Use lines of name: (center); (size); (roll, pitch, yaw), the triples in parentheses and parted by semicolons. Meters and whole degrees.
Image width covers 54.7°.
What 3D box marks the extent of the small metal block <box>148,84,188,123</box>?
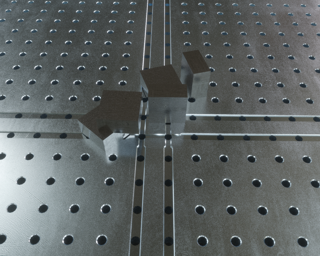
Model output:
small metal block: (0.010, -0.033, 0.419); (0.050, 0.050, 0.025); (0, 50, 0)

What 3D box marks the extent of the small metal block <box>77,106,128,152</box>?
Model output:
small metal block: (-0.071, -0.004, 0.410); (0.050, 0.025, 0.050); (36, 58, 26)

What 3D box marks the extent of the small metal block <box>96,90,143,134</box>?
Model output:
small metal block: (-0.049, -0.021, 0.392); (0.050, 0.025, 0.050); (3, 50, 2)

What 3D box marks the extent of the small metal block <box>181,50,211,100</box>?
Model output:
small metal block: (0.051, -0.079, 0.458); (0.025, 0.050, 0.050); (-12, 51, -10)

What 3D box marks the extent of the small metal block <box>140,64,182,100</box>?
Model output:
small metal block: (0.001, -0.066, 0.463); (0.050, 0.025, 0.050); (-14, 52, -12)
